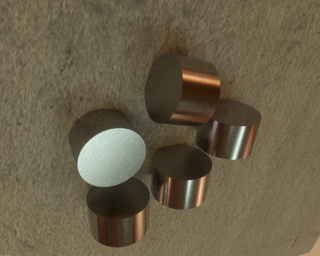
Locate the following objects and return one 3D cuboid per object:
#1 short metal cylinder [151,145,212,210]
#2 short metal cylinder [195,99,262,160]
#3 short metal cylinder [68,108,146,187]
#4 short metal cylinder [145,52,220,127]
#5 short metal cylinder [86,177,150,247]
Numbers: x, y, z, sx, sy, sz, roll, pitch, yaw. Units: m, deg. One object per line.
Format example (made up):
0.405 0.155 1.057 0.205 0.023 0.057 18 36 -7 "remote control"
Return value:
0.029 0.066 0.430 0.081 0.080 0.050 -10 123 -23 "short metal cylinder"
0.092 0.000 0.423 0.081 0.080 0.050 -8 122 -24 "short metal cylinder"
-0.064 0.023 0.371 0.081 0.050 0.079 -14 125 -21 "short metal cylinder"
0.024 -0.043 0.359 0.050 0.080 0.079 5 116 -31 "short metal cylinder"
-0.054 0.108 0.410 0.081 0.080 0.050 -12 124 -23 "short metal cylinder"
